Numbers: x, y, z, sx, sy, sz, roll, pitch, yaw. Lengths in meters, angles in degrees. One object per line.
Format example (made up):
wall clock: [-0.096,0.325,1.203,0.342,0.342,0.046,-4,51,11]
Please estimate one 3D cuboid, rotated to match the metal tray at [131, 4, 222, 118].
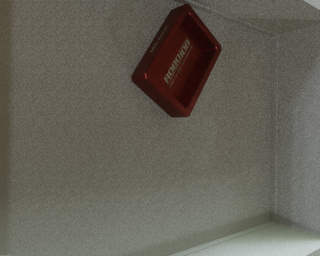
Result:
metal tray: [0.028,-0.090,0.424,0.090,0.030,0.130,41,65,-32]
